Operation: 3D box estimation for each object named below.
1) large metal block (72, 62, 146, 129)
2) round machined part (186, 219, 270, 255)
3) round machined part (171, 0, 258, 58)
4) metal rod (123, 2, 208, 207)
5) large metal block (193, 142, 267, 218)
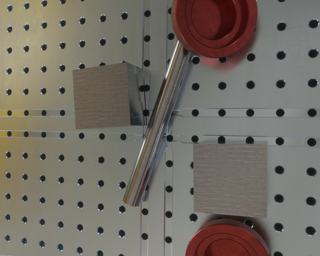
[{"bbox_3d":[-0.068,-0.040,0.423,0.080,0.050,0.080,-4,89,20],"label":"large metal block"},{"bbox_3d":[0.083,0.158,0.374,0.098,0.042,0.097,0,90,20],"label":"round machined part"},{"bbox_3d":[0.060,-0.132,0.366,0.099,0.042,0.097,-3,102,-13],"label":"round machined part"},{"bbox_3d":[0.009,-0.038,0.409,0.025,0.025,0.298,21,97,18],"label":"metal rod"},{"bbox_3d":[0.085,0.057,0.369,0.080,0.050,0.079,0,90,20],"label":"large metal block"}]
